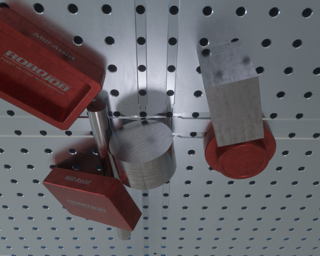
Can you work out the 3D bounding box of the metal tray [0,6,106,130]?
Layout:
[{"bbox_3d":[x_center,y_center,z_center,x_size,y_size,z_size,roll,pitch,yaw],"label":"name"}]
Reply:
[{"bbox_3d":[-0.141,-0.061,0.354,0.130,0.030,0.090,32,123,-25],"label":"metal tray"}]

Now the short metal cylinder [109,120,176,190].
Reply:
[{"bbox_3d":[-0.021,0.033,0.404,0.080,0.080,0.050,-6,130,4],"label":"short metal cylinder"}]

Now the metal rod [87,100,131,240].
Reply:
[{"bbox_3d":[-0.073,0.086,0.483,0.025,0.025,0.298,-2,130,1],"label":"metal rod"}]

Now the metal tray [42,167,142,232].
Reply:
[{"bbox_3d":[-0.101,0.105,0.462,0.130,0.030,0.090,4,136,31],"label":"metal tray"}]

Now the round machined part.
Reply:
[{"bbox_3d":[0.112,0.034,0.431,0.099,0.042,0.097,0,130,0],"label":"round machined part"}]

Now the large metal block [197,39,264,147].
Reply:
[{"bbox_3d":[0.077,-0.039,0.343,0.050,0.080,0.080,-12,129,10],"label":"large metal block"}]
